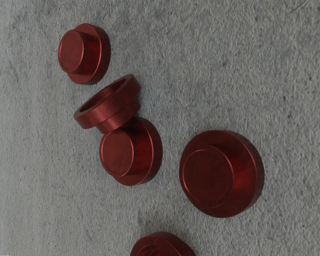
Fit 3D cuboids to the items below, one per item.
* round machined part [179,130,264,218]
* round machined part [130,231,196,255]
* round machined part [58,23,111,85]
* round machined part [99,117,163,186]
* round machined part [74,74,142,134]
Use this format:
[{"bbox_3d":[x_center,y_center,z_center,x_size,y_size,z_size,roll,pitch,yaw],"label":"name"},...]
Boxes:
[{"bbox_3d":[0.060,0.051,0.344,0.098,0.042,0.097,0,90,40],"label":"round machined part"},{"bbox_3d":[0.011,0.178,0.385,0.098,0.042,0.097,0,90,40],"label":"round machined part"},{"bbox_3d":[-0.127,-0.120,0.499,0.098,0.042,0.097,0,90,40],"label":"round machined part"},{"bbox_3d":[-0.047,0.033,0.433,0.098,0.042,0.097,0,90,40],"label":"round machined part"},{"bbox_3d":[-0.066,-0.029,0.425,0.098,0.098,0.042,-19,115,38],"label":"round machined part"}]
